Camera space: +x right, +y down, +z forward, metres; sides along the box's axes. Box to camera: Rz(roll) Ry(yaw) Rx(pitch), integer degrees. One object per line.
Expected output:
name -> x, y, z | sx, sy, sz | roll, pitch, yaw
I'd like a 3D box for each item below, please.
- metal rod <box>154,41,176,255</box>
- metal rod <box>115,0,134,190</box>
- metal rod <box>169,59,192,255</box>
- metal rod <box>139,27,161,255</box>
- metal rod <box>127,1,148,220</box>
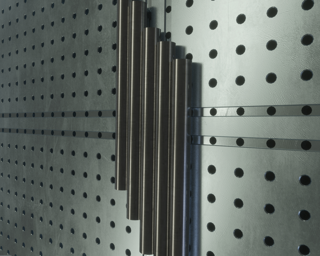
metal rod -> 0.006, 0.040, 0.402 | 0.025, 0.025, 0.298 | 1, 91, 39
metal rod -> -0.051, -0.061, 0.449 | 0.025, 0.025, 0.298 | 1, 91, 39
metal rod -> 0.025, 0.066, 0.386 | 0.025, 0.025, 0.298 | 1, 91, 39
metal rod -> -0.013, 0.018, 0.417 | 0.025, 0.025, 0.298 | 1, 91, 39
metal rod -> -0.032, -0.023, 0.432 | 0.025, 0.025, 0.298 | 1, 91, 39
